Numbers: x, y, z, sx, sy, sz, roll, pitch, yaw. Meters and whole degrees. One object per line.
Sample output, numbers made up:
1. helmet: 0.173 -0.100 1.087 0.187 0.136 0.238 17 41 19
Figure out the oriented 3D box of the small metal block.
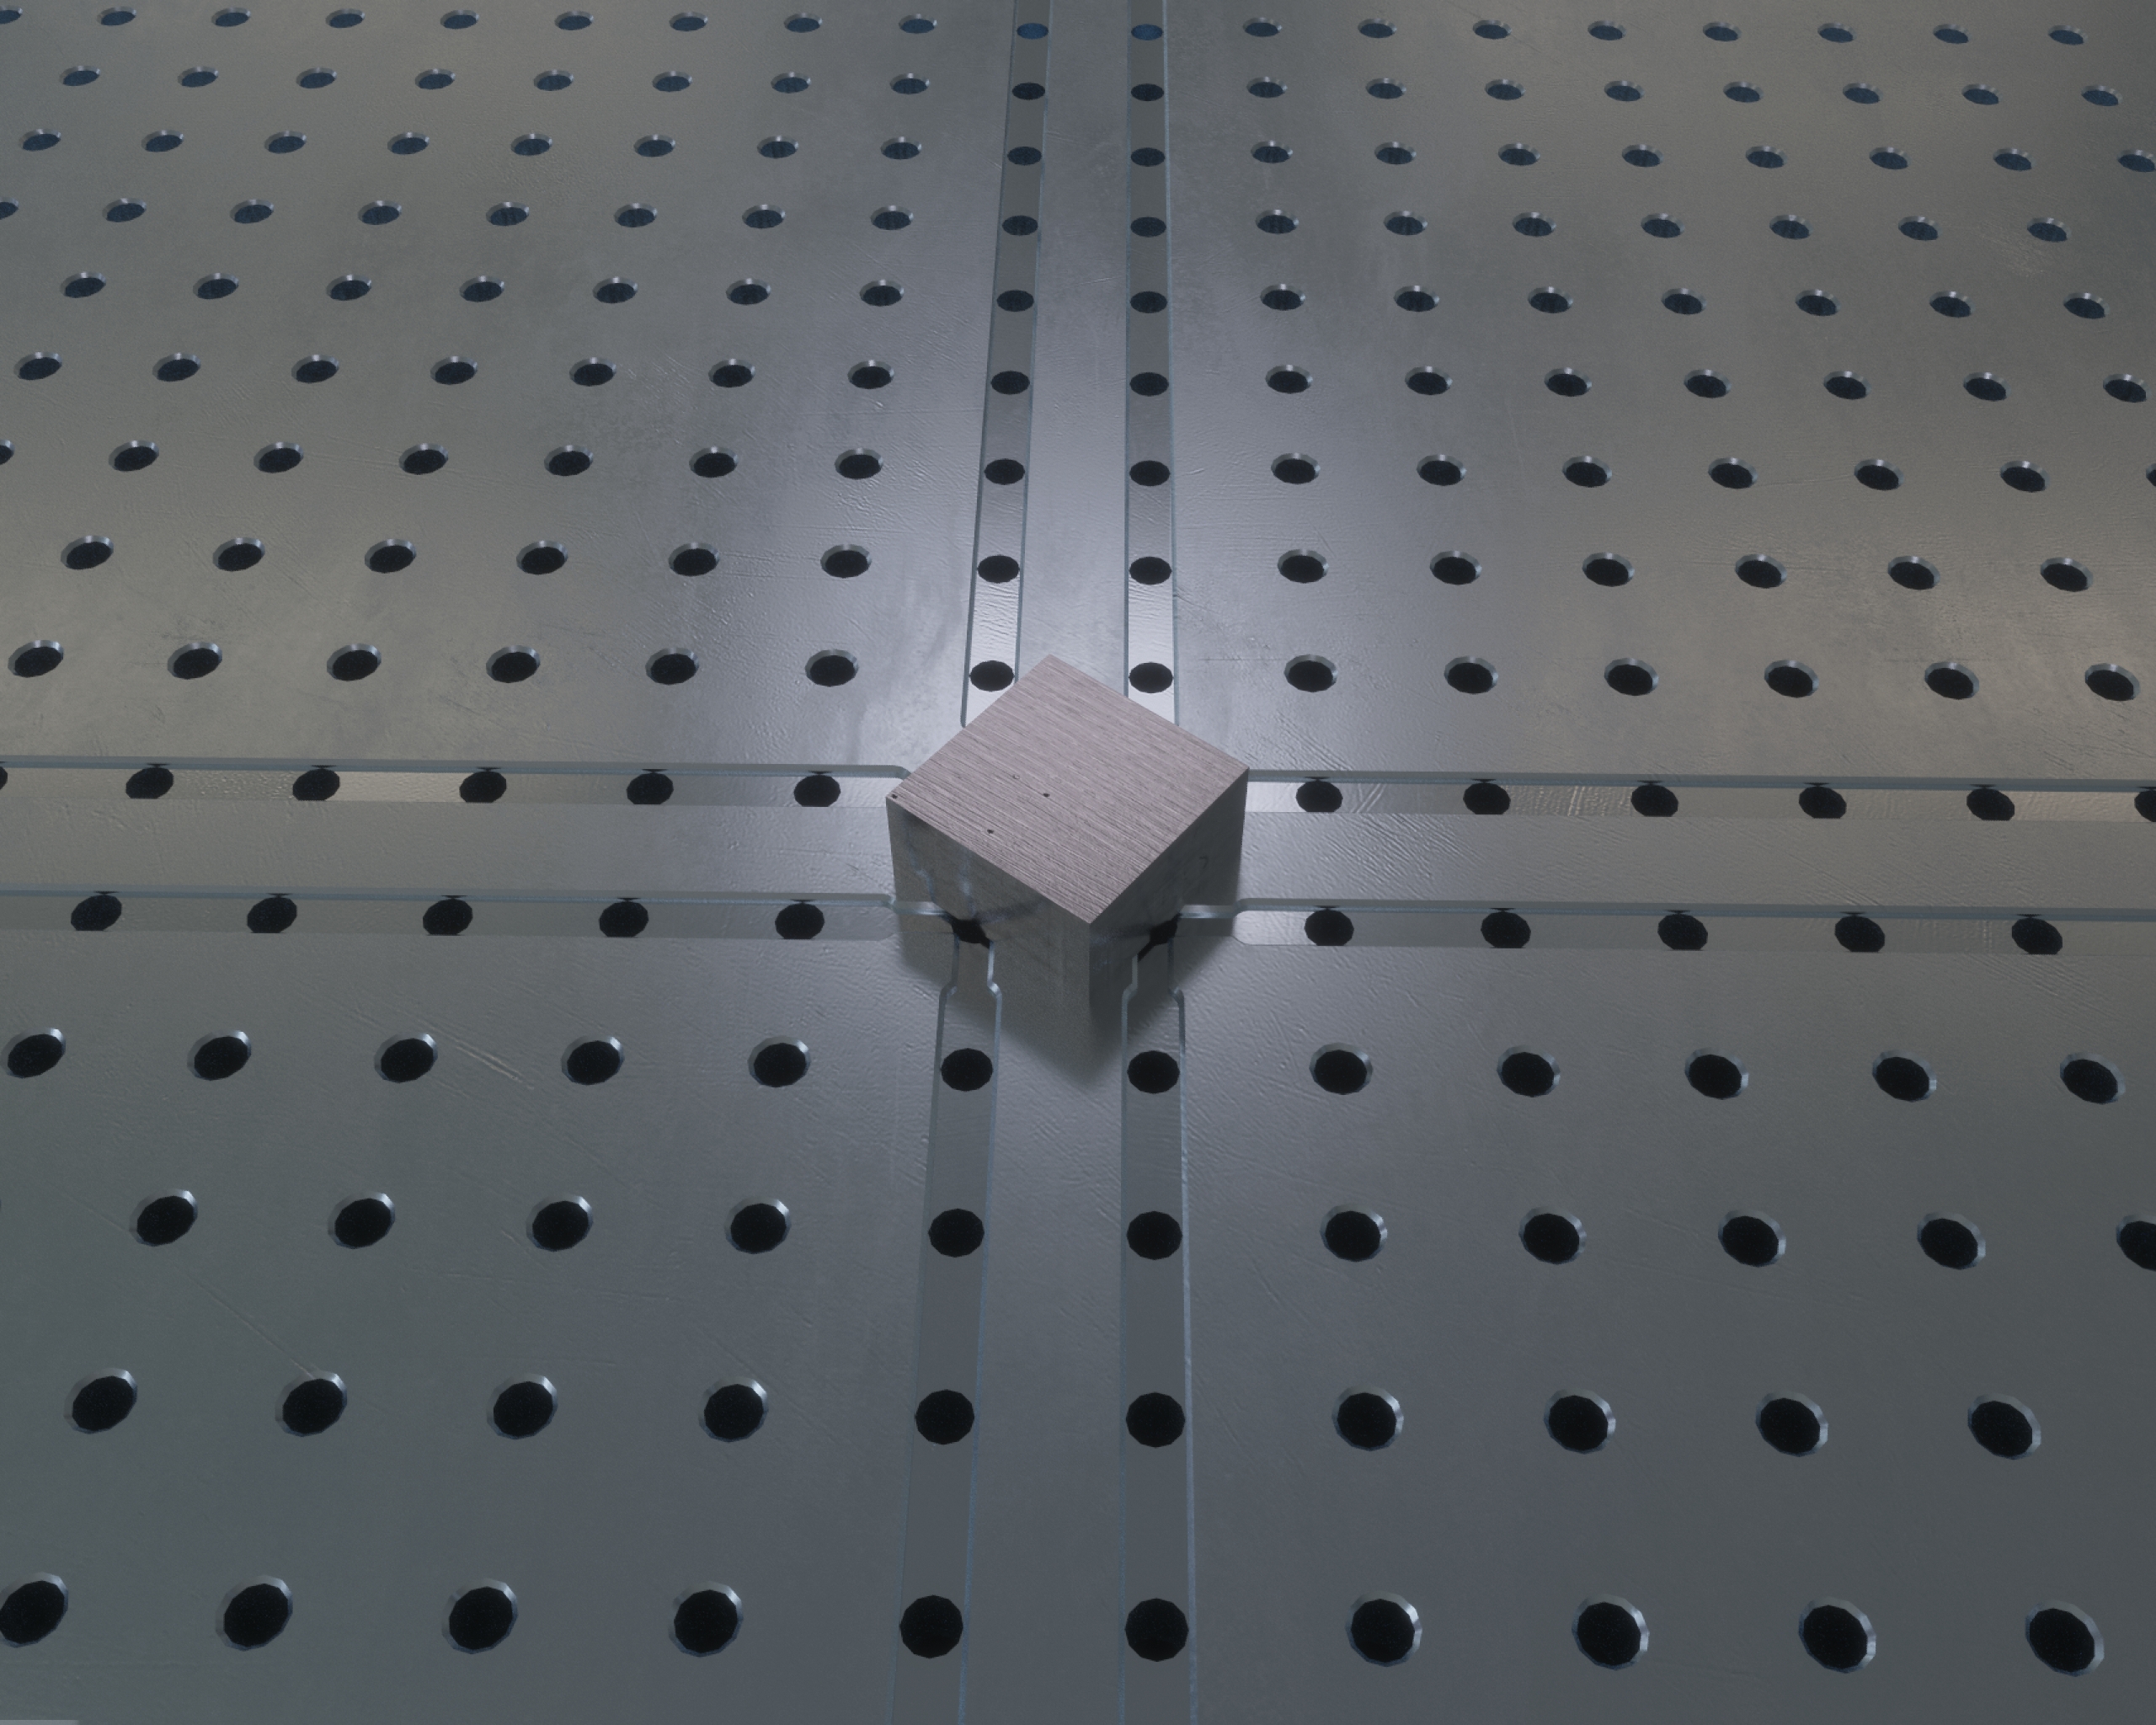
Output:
1. small metal block: -0.002 -0.008 0.415 0.050 0.025 0.050 32 57 23
